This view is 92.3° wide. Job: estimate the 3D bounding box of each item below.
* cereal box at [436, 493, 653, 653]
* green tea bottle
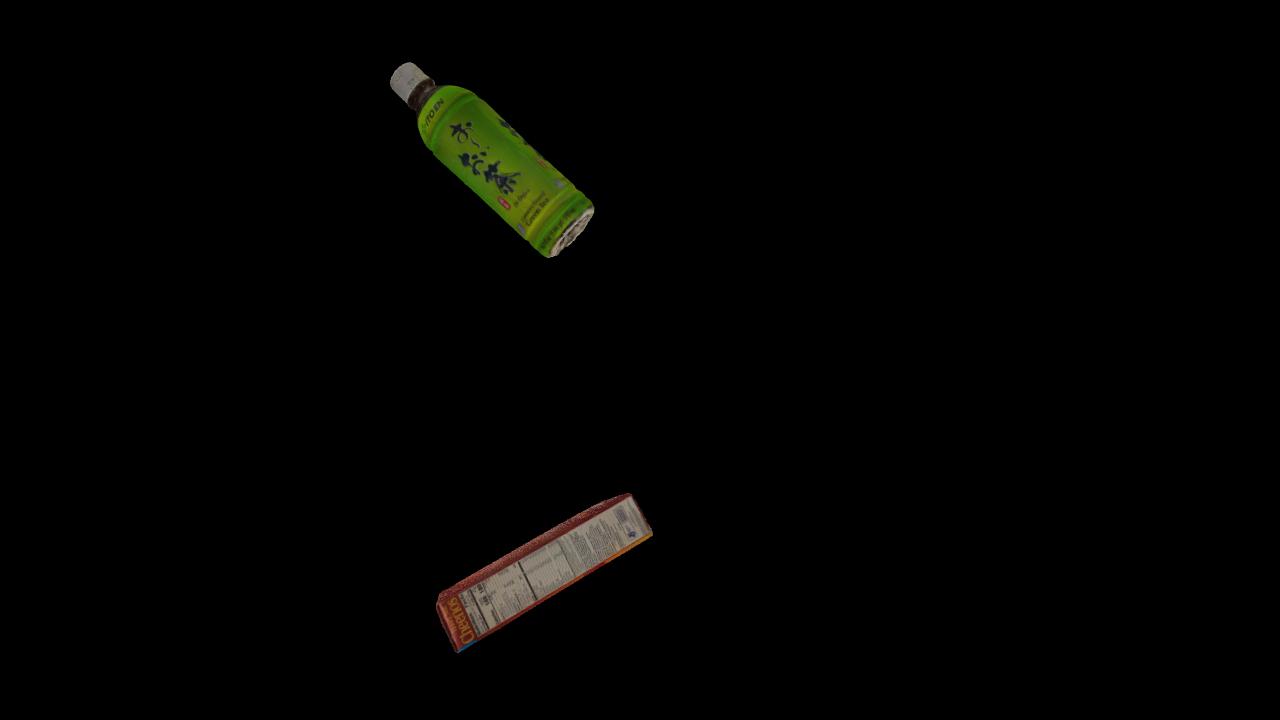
[{"bbox_3d":[-0.149,0.311,0.928,0.306,0.081,0.203,-26,-8,-22],"label":"cereal box"},{"bbox_3d":[-0.140,-0.188,0.568,0.212,0.073,0.073,41,-3,-4],"label":"green tea bottle"}]
